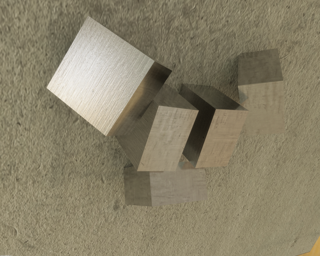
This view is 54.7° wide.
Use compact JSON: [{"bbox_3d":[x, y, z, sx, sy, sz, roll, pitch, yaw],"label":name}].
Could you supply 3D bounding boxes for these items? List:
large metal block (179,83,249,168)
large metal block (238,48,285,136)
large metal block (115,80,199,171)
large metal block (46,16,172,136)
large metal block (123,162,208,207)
[{"bbox_3d":[0.058,-0.005,0.403,0.050,0.080,0.079,1,118,-29],"label":"large metal block"},{"bbox_3d":[0.134,-0.048,0.411,0.050,0.080,0.080,-5,129,18],"label":"large metal block"},{"bbox_3d":[-0.009,-0.005,0.367,0.050,0.080,0.079,5,116,-31],"label":"large metal block"},{"bbox_3d":[-0.049,-0.048,0.306,0.080,0.080,0.050,-56,164,11],"label":"large metal block"},{"bbox_3d":[0.005,0.074,0.415,0.081,0.080,0.050,1,79,-29],"label":"large metal block"}]
